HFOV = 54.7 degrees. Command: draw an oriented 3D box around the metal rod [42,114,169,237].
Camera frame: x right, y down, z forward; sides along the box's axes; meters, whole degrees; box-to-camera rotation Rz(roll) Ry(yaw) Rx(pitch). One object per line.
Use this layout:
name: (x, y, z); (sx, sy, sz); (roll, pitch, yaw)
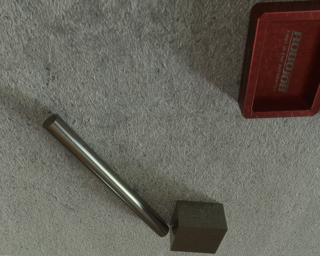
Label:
metal rod: (-0.067, 0.090, 0.482); (0.025, 0.025, 0.300); (-24, 127, 18)

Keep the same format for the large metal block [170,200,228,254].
large metal block: (0.064, 0.173, 0.540); (0.081, 0.050, 0.079); (6, 130, -6)

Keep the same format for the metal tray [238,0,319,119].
metal tray: (0.142, -0.071, 0.345); (0.091, 0.030, 0.129); (-2, 130, 1)
